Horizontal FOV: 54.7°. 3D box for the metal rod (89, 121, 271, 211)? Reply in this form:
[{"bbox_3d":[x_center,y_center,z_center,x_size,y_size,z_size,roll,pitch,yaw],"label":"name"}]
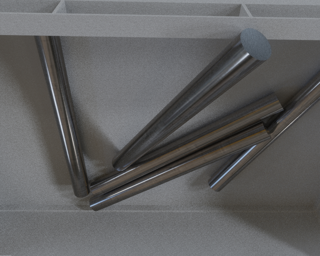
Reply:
[{"bbox_3d":[0.014,0.064,0.454,0.300,0.025,0.025,-27,126,24],"label":"metal rod"}]

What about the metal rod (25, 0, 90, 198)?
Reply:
[{"bbox_3d":[-0.121,-0.013,0.396,0.025,0.025,0.298,1,130,-1],"label":"metal rod"}]

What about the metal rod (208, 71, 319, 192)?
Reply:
[{"bbox_3d":[0.160,-0.010,0.403,0.025,0.025,0.298,23,126,-19],"label":"metal rod"}]

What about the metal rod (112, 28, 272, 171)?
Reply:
[{"bbox_3d":[0.002,-0.002,0.328,0.025,0.025,0.299,20,152,-17],"label":"metal rod"}]

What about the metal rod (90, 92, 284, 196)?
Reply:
[{"bbox_3d":[0.023,0.031,0.436,0.300,0.025,0.025,-28,125,21],"label":"metal rod"}]
